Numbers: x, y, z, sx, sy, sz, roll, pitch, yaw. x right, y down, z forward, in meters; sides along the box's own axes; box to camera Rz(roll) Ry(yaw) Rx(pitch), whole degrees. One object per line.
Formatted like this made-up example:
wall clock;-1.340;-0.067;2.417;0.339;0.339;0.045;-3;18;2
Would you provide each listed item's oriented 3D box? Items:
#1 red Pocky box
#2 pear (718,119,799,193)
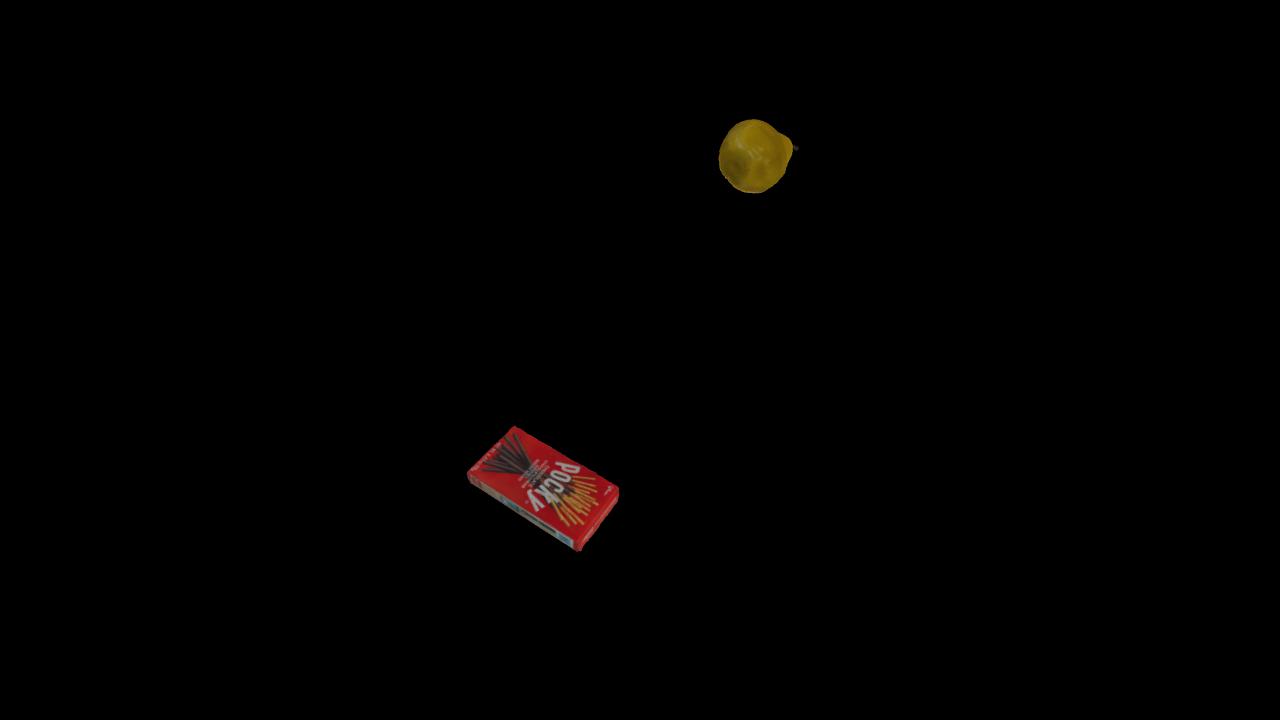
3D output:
red Pocky box;-0.108;0.140;0.692;0.155;0.028;0.083;27;48;18
pear;0.143;-0.241;0.704;0.111;0.080;0.080;-39;23;-31
